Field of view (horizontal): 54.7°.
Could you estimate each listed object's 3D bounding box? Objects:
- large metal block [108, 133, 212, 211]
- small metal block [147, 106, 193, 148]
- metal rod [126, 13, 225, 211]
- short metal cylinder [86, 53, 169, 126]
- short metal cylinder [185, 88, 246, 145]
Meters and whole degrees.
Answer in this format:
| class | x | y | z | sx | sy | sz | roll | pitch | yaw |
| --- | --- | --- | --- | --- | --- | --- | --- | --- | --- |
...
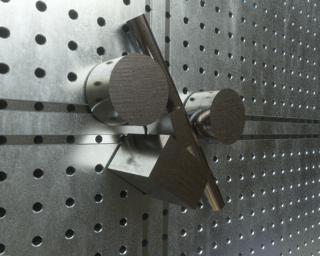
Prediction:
| class | x | y | z | sx | sy | sz | roll | pitch | yaw |
| --- | --- | --- | --- | --- | --- | --- | --- | --- | --- |
| large metal block | 0.000 | 0.050 | 0.368 | 0.080 | 0.080 | 0.050 | 41 | 66 | -32 |
| small metal block | 0.010 | 0.001 | 0.396 | 0.025 | 0.050 | 0.050 | -27 | 107 | -37 |
| metal rod | 0.029 | -0.008 | 0.429 | 0.025 | 0.025 | 0.299 | -39 | 114 | -33 |
| short metal cylinder | -0.037 | -0.042 | 0.357 | 0.081 | 0.050 | 0.079 | 0 | 90 | -40 |
| short metal cylinder | 0.081 | -0.016 | 0.456 | 0.081 | 0.050 | 0.079 | 0 | 90 | -40 |
